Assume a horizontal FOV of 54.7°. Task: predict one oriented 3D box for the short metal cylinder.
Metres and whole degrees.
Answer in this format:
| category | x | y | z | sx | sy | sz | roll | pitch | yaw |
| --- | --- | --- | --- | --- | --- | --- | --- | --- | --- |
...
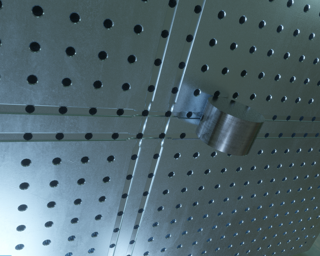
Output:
| category | x | y | z | sx | sy | sz | roll | pitch | yaw |
| --- | --- | --- | --- | --- | --- | --- | --- | --- | --- |
| short metal cylinder | 0.096 | -0.004 | 0.427 | 0.081 | 0.080 | 0.050 | 4 | 116 | -31 |
